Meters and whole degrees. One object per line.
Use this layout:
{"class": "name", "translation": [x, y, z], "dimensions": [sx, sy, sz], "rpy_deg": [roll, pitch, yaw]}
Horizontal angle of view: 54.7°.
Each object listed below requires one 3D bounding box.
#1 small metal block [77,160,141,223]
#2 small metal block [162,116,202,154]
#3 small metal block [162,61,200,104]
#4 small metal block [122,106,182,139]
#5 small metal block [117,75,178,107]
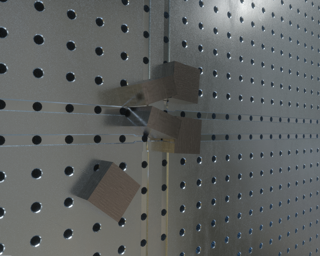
{"class": "small metal block", "translation": [-0.058, 0.073, 0.362], "dimensions": [0.050, 0.025, 0.050], "rpy_deg": [47, 62, -30]}
{"class": "small metal block", "translation": [0.031, 0.011, 0.438], "dimensions": [0.050, 0.025, 0.050], "rpy_deg": [6, 86, -40]}
{"class": "small metal block", "translation": [0.029, -0.062, 0.435], "dimensions": [0.050, 0.025, 0.050], "rpy_deg": [8, 85, -40]}
{"class": "small metal block", "translation": [-0.010, -0.006, 0.386], "dimensions": [0.050, 0.050, 0.025], "rpy_deg": [24, 75, -38]}
{"class": "small metal block", "translation": [-0.016, -0.045, 0.381], "dimensions": [0.050, 0.050, 0.025], "rpy_deg": [-23, 105, -38]}
